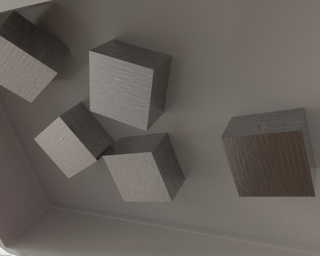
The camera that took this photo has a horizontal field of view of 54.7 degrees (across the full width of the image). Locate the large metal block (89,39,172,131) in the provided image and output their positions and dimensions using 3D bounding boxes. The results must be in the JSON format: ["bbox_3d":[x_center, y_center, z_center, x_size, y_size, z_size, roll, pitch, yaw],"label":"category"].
[{"bbox_3d":[-0.037,-0.053,0.378,0.080,0.050,0.079,19,126,16],"label":"large metal block"}]

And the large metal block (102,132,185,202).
[{"bbox_3d":[-0.021,0.057,0.437,0.080,0.050,0.080,-7,115,31],"label":"large metal block"}]

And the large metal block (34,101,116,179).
[{"bbox_3d":[-0.129,0.020,0.470,0.080,0.050,0.080,-31,101,37],"label":"large metal block"}]

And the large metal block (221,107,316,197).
[{"bbox_3d":[0.123,0.029,0.345,0.080,0.050,0.080,-8,115,31],"label":"large metal block"}]

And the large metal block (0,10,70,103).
[{"bbox_3d":[-0.182,-0.091,0.411,0.080,0.050,0.080,34,134,-27],"label":"large metal block"}]
